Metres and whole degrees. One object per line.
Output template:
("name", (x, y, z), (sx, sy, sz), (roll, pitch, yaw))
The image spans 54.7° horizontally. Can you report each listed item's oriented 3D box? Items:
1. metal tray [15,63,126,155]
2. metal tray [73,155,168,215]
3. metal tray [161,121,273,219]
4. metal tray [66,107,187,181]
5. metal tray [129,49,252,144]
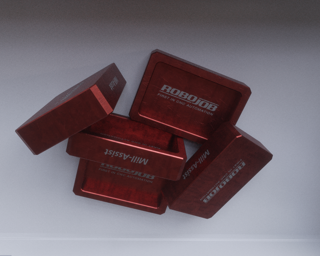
("metal tray", (-0.089, -0.028, 0.341), (0.090, 0.130, 0.030), (-28, 108, 10))
("metal tray", (-0.045, 0.062, 0.428), (0.131, 0.030, 0.089), (15, 109, -6))
("metal tray", (0.075, 0.061, 0.409), (0.090, 0.030, 0.130), (27, 110, -40))
("metal tray", (-0.037, 0.016, 0.379), (0.131, 0.090, 0.030), (15, 109, -6))
("metal tray", (0.036, -0.035, 0.395), (0.131, 0.030, 0.089), (20, 109, -8))
